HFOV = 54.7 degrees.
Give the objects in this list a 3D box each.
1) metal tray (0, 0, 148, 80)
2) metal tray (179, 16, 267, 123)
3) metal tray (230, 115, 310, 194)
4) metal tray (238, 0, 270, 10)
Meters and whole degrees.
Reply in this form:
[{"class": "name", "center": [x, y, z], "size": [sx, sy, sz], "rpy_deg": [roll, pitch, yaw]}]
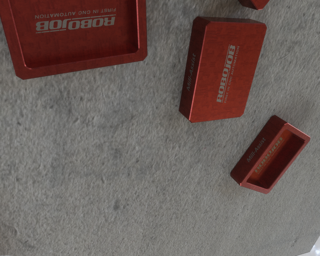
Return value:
[{"class": "metal tray", "center": [-0.079, -0.103, 0.297], "size": [0.131, 0.030, 0.089], "rpy_deg": [-14, 125, -21]}, {"class": "metal tray", "center": [0.079, -0.074, 0.403], "size": [0.091, 0.030, 0.129], "rpy_deg": [-7, 122, -25]}, {"class": "metal tray", "center": [0.194, 0.050, 0.543], "size": [0.090, 0.030, 0.129], "rpy_deg": [23, 106, -37]}, {"class": "metal tray", "center": [0.097, -0.204, 0.331], "size": [0.130, 0.030, 0.090], "rpy_deg": [32, 100, -39]}]
